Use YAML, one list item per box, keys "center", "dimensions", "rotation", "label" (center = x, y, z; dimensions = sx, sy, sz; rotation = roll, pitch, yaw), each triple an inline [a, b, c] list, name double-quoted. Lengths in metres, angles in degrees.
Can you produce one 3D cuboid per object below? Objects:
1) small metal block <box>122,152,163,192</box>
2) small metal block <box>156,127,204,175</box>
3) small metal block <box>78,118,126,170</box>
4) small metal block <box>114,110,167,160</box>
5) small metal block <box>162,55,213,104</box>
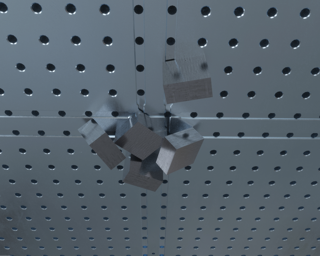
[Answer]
- center: [-0.024, 0.058, 0.444]
  dimensions: [0.050, 0.050, 0.025]
  rotation: [21, 127, -17]
  label: "small metal block"
- center: [0.027, 0.031, 0.422]
  dimensions: [0.050, 0.025, 0.050]
  rotation: [-18, 141, -35]
  label: "small metal block"
- center: [-0.077, 0.021, 0.408]
  dimensions: [0.025, 0.050, 0.050]
  rotation: [-40, 127, -10]
  label: "small metal block"
- center: [-0.026, 0.011, 0.420]
  dimensions: [0.050, 0.025, 0.050]
  rotation: [34, 122, -26]
  label: "small metal block"
- center: [0.030, -0.055, 0.349]
  dimensions: [0.050, 0.050, 0.025]
  rotation: [-8, 130, 6]
  label: "small metal block"
